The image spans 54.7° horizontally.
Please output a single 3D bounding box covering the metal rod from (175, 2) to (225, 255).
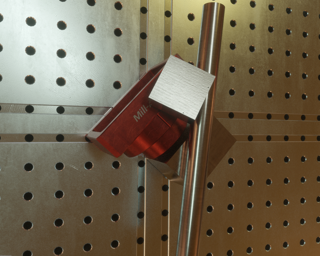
[{"bbox_3d":[0.044,0.011,0.345,0.025,0.025,0.298,7,88,-20],"label":"metal rod"}]

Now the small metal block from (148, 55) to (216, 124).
[{"bbox_3d":[0.021,-0.039,0.317,0.050,0.025,0.050,26,79,0],"label":"small metal block"}]

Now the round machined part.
[{"bbox_3d":[-0.005,-0.001,0.377,0.042,0.098,0.098,44,76,-15],"label":"round machined part"}]

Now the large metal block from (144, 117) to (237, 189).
[{"bbox_3d":[0.036,0.027,0.395,0.050,0.080,0.080,45,76,-15],"label":"large metal block"}]

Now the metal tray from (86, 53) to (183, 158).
[{"bbox_3d":[-0.027,-0.026,0.369,0.030,0.090,0.130,45,76,-15],"label":"metal tray"}]
